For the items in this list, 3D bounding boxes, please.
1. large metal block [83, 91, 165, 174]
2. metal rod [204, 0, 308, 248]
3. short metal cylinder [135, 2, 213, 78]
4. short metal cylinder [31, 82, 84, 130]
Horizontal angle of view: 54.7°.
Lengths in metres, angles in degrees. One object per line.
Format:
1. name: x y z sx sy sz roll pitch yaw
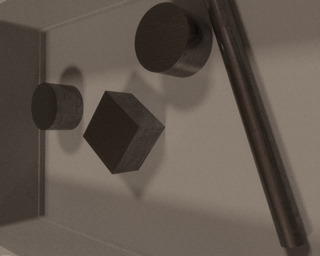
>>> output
1. large metal block: -0.052 0.005 0.431 0.080 0.050 0.080 45 117 30
2. metal rod: 0.093 -0.030 0.328 0.025 0.025 0.299 -23 76 37
3. short metal cylinder: 0.016 -0.104 0.376 0.080 0.050 0.079 0 90 40
4. short metal cylinder: -0.177 -0.036 0.534 0.080 0.050 0.079 0 90 39
